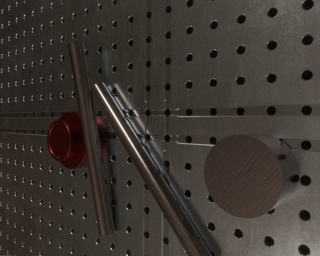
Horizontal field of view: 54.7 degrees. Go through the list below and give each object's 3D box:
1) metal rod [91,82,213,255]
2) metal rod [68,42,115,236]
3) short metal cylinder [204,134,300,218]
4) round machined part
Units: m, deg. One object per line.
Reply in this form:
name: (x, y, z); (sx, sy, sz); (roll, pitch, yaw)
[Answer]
metal rod: (-0.020, 0.050, 0.423); (0.025, 0.025, 0.299); (-48, 62, 29)
metal rod: (-0.107, 0.014, 0.481); (0.025, 0.025, 0.298); (-13, 86, 39)
short metal cylinder: (0.093, 0.046, 0.316); (0.080, 0.050, 0.079); (0, 90, 39)
round machined part: (-0.153, 0.021, 0.522); (0.098, 0.042, 0.097); (0, 90, 39)
